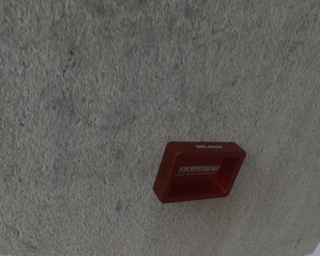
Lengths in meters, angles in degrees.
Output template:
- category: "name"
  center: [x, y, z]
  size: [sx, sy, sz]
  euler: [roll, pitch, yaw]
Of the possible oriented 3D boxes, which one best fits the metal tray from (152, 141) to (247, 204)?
- category: "metal tray"
  center: [0.062, 0.067, 0.477]
  size: [0.131, 0.030, 0.089]
  euler: [2, 117, -29]
